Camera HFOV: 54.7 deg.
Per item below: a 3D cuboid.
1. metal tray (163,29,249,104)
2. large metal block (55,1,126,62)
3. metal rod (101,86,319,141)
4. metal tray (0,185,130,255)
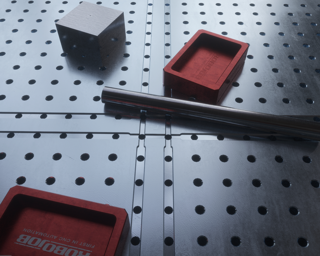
[{"bbox_3d":[0.074,-0.101,0.489,0.090,0.030,0.130,24,54,19],"label":"metal tray"},{"bbox_3d":[-0.115,-0.167,0.530,0.080,0.050,0.080,20,53,16],"label":"large metal block"},{"bbox_3d":[0.067,-0.021,0.426,0.301,0.025,0.025,10,51,8],"label":"metal rod"},{"bbox_3d":[-0.105,0.114,0.306,0.131,0.030,0.090,10,51,8],"label":"metal tray"}]
